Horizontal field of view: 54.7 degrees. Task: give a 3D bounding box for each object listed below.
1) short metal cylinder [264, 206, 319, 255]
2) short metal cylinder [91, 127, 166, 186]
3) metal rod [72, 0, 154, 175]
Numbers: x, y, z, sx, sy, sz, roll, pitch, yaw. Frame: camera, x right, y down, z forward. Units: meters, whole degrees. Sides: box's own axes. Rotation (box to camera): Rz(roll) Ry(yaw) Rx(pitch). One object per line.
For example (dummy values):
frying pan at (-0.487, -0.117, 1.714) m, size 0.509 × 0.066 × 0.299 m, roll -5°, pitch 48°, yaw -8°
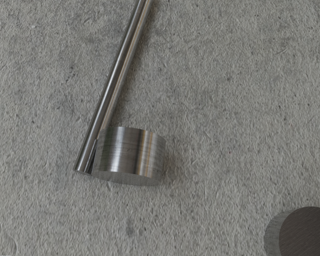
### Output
short metal cylinder at (0.165, 0.132, 0.348) m, size 0.081 × 0.050 × 0.080 m, roll 0°, pitch 70°, yaw 0°
short metal cylinder at (-0.036, 0.036, 0.366) m, size 0.080 × 0.080 × 0.050 m, roll 6°, pitch 70°, yaw 2°
metal rod at (-0.058, -0.080, 0.436) m, size 0.025 × 0.025 × 0.299 m, roll 15°, pitch 70°, yaw 5°
